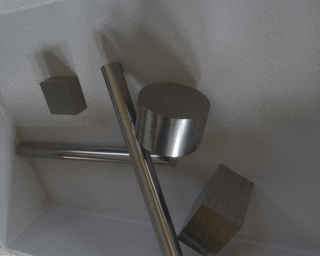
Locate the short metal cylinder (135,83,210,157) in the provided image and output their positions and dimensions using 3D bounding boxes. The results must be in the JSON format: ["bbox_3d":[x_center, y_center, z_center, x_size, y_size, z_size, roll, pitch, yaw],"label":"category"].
[{"bbox_3d":[0.013,-0.012,0.358,0.080,0.080,0.050,20,126,16],"label":"short metal cylinder"}]

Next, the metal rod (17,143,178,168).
[{"bbox_3d":[-0.115,0.041,0.491,0.300,0.025,0.025,0,119,27],"label":"metal rod"}]

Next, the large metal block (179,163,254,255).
[{"bbox_3d":[0.072,0.107,0.401,0.050,0.080,0.079,31,128,8],"label":"large metal block"}]

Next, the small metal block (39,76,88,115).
[{"bbox_3d":[-0.140,-0.047,0.451,0.050,0.025,0.050,3,120,26],"label":"small metal block"}]

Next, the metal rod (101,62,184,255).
[{"bbox_3d":[-0.016,0.062,0.390,0.025,0.025,0.298,-19,89,35],"label":"metal rod"}]
